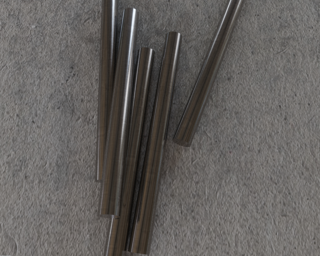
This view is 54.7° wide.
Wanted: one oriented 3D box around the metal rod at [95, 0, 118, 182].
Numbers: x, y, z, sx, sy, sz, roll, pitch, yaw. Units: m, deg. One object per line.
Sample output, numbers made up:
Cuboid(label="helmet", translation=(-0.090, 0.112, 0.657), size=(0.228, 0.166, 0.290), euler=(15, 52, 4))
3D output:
Cuboid(label="metal rod", translation=(-0.073, -0.075, 0.434), size=(0.025, 0.025, 0.299), euler=(-2, 70, -1))

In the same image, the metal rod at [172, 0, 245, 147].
Cuboid(label="metal rod", translation=(0.082, -0.112, 0.449), size=(0.025, 0.025, 0.300), euler=(20, 71, 7))

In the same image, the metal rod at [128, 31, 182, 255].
Cuboid(label="metal rod", translation=(-0.002, 0.004, 0.406), size=(0.025, 0.025, 0.299), euler=(8, 70, 3))

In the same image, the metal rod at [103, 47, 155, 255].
Cuboid(label="metal rod", translation=(-0.037, 0.030, 0.396), size=(0.025, 0.025, 0.299), euler=(6, 70, 2))

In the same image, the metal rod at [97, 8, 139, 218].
Cuboid(label="metal rod", translation=(-0.050, -0.038, 0.404), size=(0.025, 0.025, 0.299), euler=(2, 64, 1))
